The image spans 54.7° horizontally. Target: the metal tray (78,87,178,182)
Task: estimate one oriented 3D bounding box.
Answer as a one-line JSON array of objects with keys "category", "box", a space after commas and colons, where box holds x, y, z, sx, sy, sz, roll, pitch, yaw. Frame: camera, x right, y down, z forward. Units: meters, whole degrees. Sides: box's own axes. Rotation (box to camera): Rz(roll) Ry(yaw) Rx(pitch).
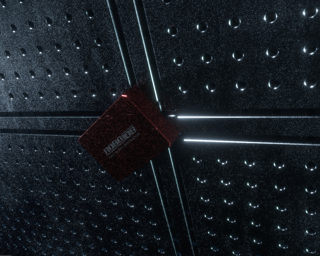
[{"category": "metal tray", "box": [-0.048, 0.013, 0.440, 0.090, 0.030, 0.129, 47, 129, -6]}]
